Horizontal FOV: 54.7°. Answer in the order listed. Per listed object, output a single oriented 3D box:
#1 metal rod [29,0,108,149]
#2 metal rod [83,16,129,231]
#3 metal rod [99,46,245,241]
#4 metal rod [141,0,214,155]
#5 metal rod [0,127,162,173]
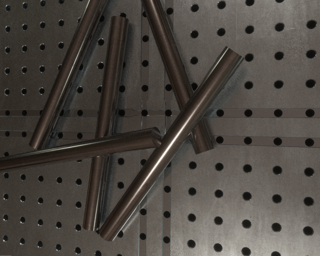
[{"bbox_3d":[-0.125,-0.105,0.455,0.025,0.025,0.298,28,99,17],"label":"metal rod"},{"bbox_3d":[-0.077,-0.004,0.438,0.025,0.025,0.298,9,93,19],"label":"metal rod"},{"bbox_3d":[0.004,0.033,0.390,0.025,0.025,0.298,39,110,15],"label":"metal rod"},{"bbox_3d":[0.009,-0.110,0.408,0.025,0.025,0.299,-21,83,18],"label":"metal rod"},{"bbox_3d":[-0.136,0.036,0.438,0.300,0.025,0.025,-11,87,27],"label":"metal rod"}]
